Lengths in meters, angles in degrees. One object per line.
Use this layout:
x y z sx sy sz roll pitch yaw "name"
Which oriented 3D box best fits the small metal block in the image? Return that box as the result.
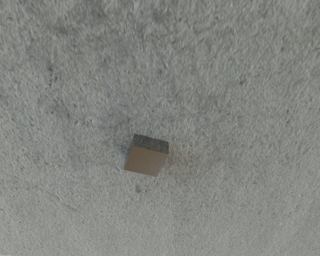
-0.020 0.040 0.441 0.050 0.025 0.050 15 129 -12 "small metal block"
